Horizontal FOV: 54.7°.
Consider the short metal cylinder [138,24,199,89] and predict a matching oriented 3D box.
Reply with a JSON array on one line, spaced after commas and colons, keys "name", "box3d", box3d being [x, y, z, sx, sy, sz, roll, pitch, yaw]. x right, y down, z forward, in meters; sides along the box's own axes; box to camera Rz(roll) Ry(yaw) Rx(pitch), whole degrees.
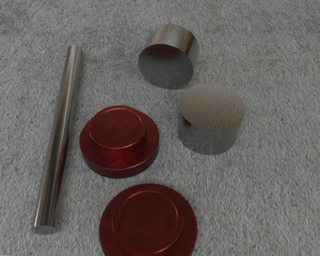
[{"name": "short metal cylinder", "box3d": [0.014, -0.104, 0.455, 0.080, 0.080, 0.050, 11, 51, 9]}]

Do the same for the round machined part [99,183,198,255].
[{"name": "round machined part", "box3d": [-0.012, 0.098, 0.310, 0.099, 0.042, 0.098, 0, 50, 0]}]

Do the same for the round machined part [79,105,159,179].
[{"name": "round machined part", "box3d": [-0.050, 0.010, 0.383, 0.099, 0.042, 0.098, 0, 50, 0]}]

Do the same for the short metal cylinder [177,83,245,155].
[{"name": "short metal cylinder", "box3d": [0.064, -0.012, 0.398, 0.081, 0.050, 0.080, 0, 50, 0]}]

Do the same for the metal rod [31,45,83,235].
[{"name": "metal rod", "box3d": [-0.128, -0.011, 0.410, 0.025, 0.025, 0.300, -3, 50, -3]}]
